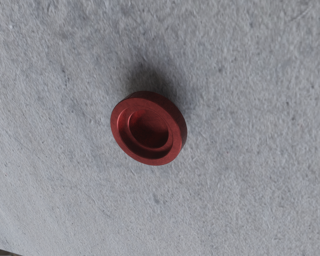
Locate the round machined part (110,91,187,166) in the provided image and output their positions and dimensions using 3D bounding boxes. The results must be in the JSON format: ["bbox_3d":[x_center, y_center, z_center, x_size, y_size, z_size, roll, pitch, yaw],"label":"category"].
[{"bbox_3d":[-0.011,-0.003,0.398,0.098,0.042,0.097,13,124,20],"label":"round machined part"}]
